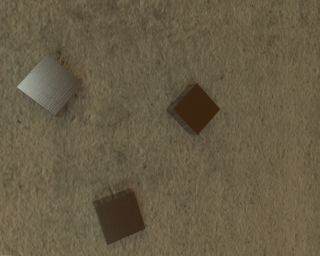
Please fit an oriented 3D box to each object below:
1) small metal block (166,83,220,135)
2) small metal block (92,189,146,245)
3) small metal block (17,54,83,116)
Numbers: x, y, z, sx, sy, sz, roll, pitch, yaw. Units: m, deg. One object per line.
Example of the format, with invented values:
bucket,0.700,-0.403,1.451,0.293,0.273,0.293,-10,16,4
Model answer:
small metal block,0.046,-0.026,0.427,0.050,0.025,0.050,46,76,-15
small metal block,-0.052,0.110,0.391,0.050,0.025,0.050,-18,96,-20
small metal block,-0.128,-0.049,0.362,0.050,0.025,0.050,40,77,-16
